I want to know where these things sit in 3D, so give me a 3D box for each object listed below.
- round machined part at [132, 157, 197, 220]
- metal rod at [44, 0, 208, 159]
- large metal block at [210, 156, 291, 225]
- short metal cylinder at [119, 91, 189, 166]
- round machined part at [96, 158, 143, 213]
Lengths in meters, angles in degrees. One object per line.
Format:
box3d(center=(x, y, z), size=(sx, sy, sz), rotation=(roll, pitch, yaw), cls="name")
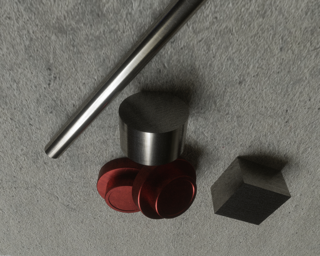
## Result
box3d(center=(0.013, 0.089, 0.441), size=(0.099, 0.042, 0.097), rotation=(-14, 117, -28), cls="round machined part")
box3d(center=(-0.051, -0.054, 0.360), size=(0.025, 0.025, 0.299), rotation=(34, 122, -25), cls="metal rod")
box3d(center=(0.136, 0.098, 0.476), size=(0.081, 0.050, 0.079), rotation=(18, 128, -15), cls="large metal block")
box3d(center=(-0.008, -0.001, 0.370), size=(0.081, 0.080, 0.050), rotation=(2, 130, -2), cls="short metal cylinder")
box3d(center=(-0.048, 0.094, 0.476), size=(0.099, 0.042, 0.097), rotation=(0, 130, 0), cls="round machined part")
